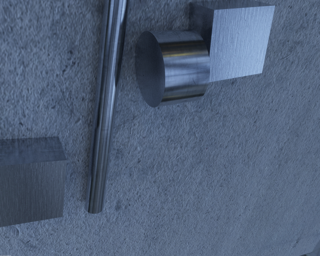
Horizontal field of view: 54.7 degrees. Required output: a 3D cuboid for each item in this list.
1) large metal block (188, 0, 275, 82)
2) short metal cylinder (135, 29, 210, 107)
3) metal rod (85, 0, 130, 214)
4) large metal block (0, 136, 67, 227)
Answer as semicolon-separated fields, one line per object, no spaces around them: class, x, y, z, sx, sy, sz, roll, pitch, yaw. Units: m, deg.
large metal block;0.080;-0.106;0.369;0.081;0.050;0.079;-13;124;-22
short metal cylinder;0.011;-0.065;0.337;0.050;0.080;0.079;-11;123;-23
metal rod;-0.064;-0.022;0.358;0.025;0.025;0.298;-3;120;-27
large metal block;-0.152;0.058;0.344;0.081;0.050;0.079;-3;120;-27
